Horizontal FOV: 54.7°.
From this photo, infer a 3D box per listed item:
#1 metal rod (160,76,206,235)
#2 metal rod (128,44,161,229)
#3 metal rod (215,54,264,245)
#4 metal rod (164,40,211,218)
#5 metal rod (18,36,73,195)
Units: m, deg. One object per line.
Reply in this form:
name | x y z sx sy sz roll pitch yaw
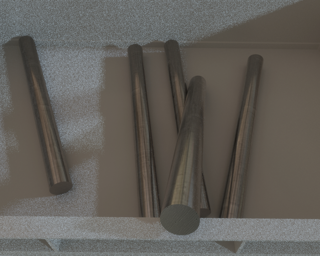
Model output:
metal rod | 0.035 -0.004 0.329 0.025 0.025 0.301 8 25 6
metal rod | -0.025 -0.014 0.416 0.025 0.025 0.300 -5 50 -4
metal rod | 0.111 0.002 0.404 0.025 0.025 0.300 13 51 10
metal rod | 0.031 -0.024 0.425 0.025 0.025 0.300 -3 50 -3
metal rod | -0.168 -0.039 0.435 0.025 0.025 0.300 -18 52 -15
